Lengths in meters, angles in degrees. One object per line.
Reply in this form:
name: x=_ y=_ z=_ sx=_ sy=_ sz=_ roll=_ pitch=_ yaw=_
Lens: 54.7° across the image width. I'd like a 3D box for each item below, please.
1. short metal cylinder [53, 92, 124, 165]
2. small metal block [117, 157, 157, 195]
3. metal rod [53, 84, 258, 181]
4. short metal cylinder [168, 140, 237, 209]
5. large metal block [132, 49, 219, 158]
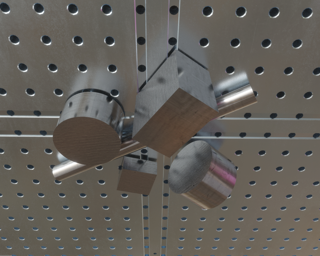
short metal cylinder: x=-0.087 y=0.001 z=0.391 sx=0.081 sy=0.050 sz=0.079 roll=0 pitch=130 yaw=0
small metal block: x=-0.035 y=0.073 z=0.469 sx=0.050 sy=0.025 sz=0.050 roll=12 pitch=129 yaw=-10
metal rod: x=-0.019 y=0.013 z=0.418 sx=0.300 sy=0.025 sz=0.025 roll=-22 pitch=127 yaw=18
short metal cylinder: x=0.057 y=0.064 z=0.426 sx=0.050 sy=0.080 sz=0.080 roll=36 pitch=121 yaw=-27
large metal block: x=0.014 y=-0.028 z=0.348 sx=0.050 sy=0.080 sz=0.080 roll=29 pitch=124 yaw=-23
